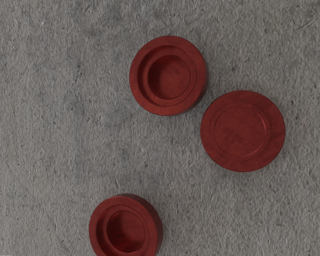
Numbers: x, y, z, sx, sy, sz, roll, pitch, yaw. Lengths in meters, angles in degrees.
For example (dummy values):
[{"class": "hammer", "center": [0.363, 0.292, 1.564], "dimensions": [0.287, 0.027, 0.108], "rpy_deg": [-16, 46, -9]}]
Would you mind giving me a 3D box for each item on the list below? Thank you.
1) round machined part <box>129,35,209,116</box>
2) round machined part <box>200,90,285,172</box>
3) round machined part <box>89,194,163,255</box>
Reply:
[{"class": "round machined part", "center": [0.014, -0.064, 0.395], "dimensions": [0.098, 0.042, 0.097], "rpy_deg": [0, 90, 20]}, {"class": "round machined part", "center": [0.095, 0.004, 0.366], "dimensions": [0.098, 0.042, 0.097], "rpy_deg": [0, 90, 20]}, {"class": "round machined part", "center": [-0.042, 0.136, 0.415], "dimensions": [0.098, 0.042, 0.097], "rpy_deg": [0, 90, 20]}]
